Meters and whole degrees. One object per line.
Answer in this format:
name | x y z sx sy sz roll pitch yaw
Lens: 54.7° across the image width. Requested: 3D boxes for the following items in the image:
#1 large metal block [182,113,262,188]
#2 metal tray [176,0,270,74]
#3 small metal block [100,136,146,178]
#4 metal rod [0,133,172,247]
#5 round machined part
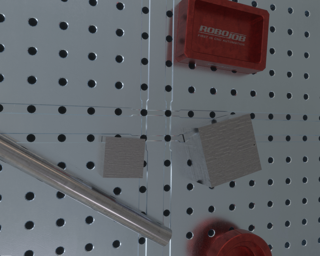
large metal block | 0.085 0.028 0.431 0.081 0.050 0.080 -15 95 -20
metal tray | 0.091 -0.133 0.443 0.131 0.030 0.089 5 88 -20
small metal block | -0.048 0.037 0.395 0.050 0.025 0.050 4 89 -20
metal rod | -0.111 0.067 0.372 0.301 0.025 0.025 34 79 -17
round machined part | 0.108 0.193 0.444 0.099 0.042 0.097 0 90 -20
